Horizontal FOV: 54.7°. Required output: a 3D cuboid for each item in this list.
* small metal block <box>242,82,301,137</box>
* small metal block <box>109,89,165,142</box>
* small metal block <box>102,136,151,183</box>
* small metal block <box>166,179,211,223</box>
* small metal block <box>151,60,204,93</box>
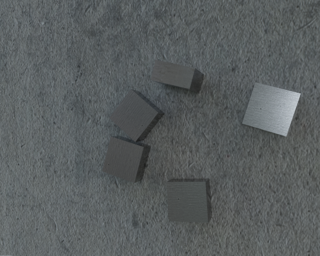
[{"bbox_3d":[0.130,-0.022,0.363,0.050,0.025,0.050,18,96,19],"label":"small metal block"},{"bbox_3d":[-0.031,-0.017,0.420,0.050,0.025,0.050,42,103,15],"label":"small metal block"},{"bbox_3d":[-0.046,0.042,0.425,0.050,0.025,0.050,16,96,19],"label":"small metal block"},{"bbox_3d":[0.038,0.092,0.396,0.050,0.025,0.050,-4,89,20],"label":"small metal block"},{"bbox_3d":[0.023,-0.064,0.387,0.050,0.050,0.025,16,96,19],"label":"small metal block"}]
